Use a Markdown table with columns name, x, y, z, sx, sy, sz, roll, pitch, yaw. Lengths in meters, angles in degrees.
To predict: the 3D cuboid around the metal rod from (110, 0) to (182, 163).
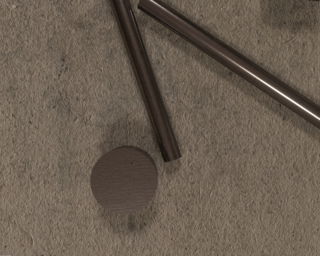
| name | x | y | z | sx | sy | sz | roll | pitch | yaw |
| --- | --- | --- | --- | --- | --- | --- | --- | --- | --- |
| metal rod | -0.030 | -0.100 | 0.409 | 0.025 | 0.025 | 0.298 | -19 | 90 | 0 |

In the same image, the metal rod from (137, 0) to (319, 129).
| name | x | y | z | sx | sy | sz | roll | pitch | yaw |
| --- | --- | --- | --- | --- | --- | --- | --- | --- | --- |
| metal rod | 0.103 | -0.086 | 0.411 | 0.301 | 0.025 | 0.025 | 33 | 90 | -1 |

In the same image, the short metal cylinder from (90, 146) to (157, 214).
| name | x | y | z | sx | sy | sz | roll | pitch | yaw |
| --- | --- | --- | --- | --- | --- | --- | --- | --- | --- |
| short metal cylinder | -0.044 | 0.064 | 0.397 | 0.081 | 0.050 | 0.079 | 0 | 90 | -1 |
